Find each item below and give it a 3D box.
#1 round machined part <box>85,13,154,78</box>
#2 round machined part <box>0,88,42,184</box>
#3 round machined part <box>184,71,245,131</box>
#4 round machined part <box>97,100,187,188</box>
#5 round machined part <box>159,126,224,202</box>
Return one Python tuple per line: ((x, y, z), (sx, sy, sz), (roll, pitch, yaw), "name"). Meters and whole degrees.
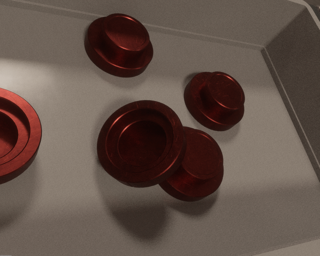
((-0.054, -0.124, 0.443), (0.099, 0.042, 0.098), (14, 56, -21), "round machined part")
((-0.169, 0.011, 0.298), (0.099, 0.042, 0.098), (14, 56, -21), "round machined part")
((0.090, -0.047, 0.474), (0.099, 0.042, 0.098), (14, 56, -21), "round machined part")
((-0.018, 0.021, 0.353), (0.098, 0.042, 0.098), (-6, 63, 13), "round machined part")
((0.041, 0.040, 0.394), (0.099, 0.042, 0.098), (14, 56, -21), "round machined part")
